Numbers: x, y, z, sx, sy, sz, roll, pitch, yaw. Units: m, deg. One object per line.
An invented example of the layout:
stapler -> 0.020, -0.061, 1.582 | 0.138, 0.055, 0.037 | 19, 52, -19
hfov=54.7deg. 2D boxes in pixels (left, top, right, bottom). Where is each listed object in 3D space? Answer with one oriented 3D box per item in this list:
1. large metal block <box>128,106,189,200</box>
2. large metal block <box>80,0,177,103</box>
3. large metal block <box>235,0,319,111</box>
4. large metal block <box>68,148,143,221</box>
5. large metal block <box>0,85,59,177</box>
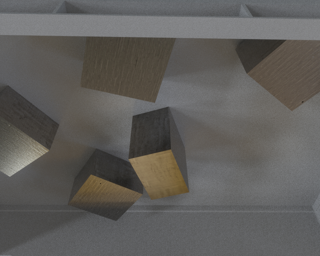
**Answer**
large metal block -> 0.000, 0.032, 0.401 | 0.050, 0.080, 0.080 | -14, 129, 11
large metal block -> -0.034, -0.080, 0.324 | 0.081, 0.050, 0.079 | 12, 129, -10
large metal block -> 0.142, -0.076, 0.327 | 0.080, 0.050, 0.080 | 31, 124, -28
large metal block -> -0.080, 0.087, 0.466 | 0.080, 0.050, 0.080 | 26, 125, -21
large metal block -> -0.193, 0.006, 0.395 | 0.080, 0.050, 0.080 | -31, 124, 23
